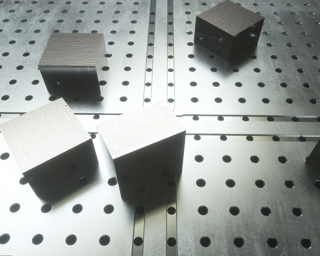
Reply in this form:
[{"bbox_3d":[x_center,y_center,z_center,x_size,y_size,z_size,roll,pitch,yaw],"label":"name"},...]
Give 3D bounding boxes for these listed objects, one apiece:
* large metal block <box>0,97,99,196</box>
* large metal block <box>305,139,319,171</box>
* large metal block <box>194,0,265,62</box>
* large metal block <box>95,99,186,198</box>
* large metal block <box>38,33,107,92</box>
[{"bbox_3d":[-0.133,0.020,0.374,0.080,0.050,0.080,-29,56,-22],"label":"large metal block"},{"bbox_3d":[0.239,0.028,0.369,0.080,0.050,0.080,-35,59,-26],"label":"large metal block"},{"bbox_3d":[0.117,-0.170,0.535,0.080,0.050,0.080,-34,58,-25],"label":"large metal block"},{"bbox_3d":[-0.020,0.024,0.352,0.081,0.080,0.050,-21,53,-17],"label":"large metal block"},{"bbox_3d":[-0.129,-0.102,0.476,0.080,0.050,0.080,1,50,0],"label":"large metal block"}]
